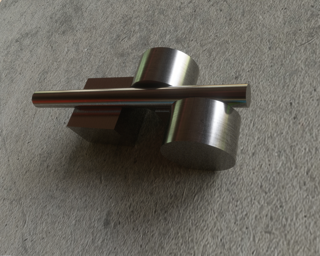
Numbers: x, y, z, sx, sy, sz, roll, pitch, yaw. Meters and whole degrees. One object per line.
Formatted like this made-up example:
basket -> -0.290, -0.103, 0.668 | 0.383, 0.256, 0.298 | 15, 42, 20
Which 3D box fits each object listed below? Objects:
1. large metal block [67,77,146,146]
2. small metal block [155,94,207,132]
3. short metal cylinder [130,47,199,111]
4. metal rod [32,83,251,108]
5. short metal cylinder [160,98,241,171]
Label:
large metal block -> -0.070, -0.024, 0.435 | 0.080, 0.050, 0.080 | 3, 63, 29
small metal block -> 0.030, -0.018, 0.382 | 0.050, 0.050, 0.025 | 1, 63, 28
short metal cylinder -> 0.006, -0.059, 0.403 | 0.080, 0.080, 0.050 | 2, 63, 29
metal rod -> -0.043, -0.037, 0.384 | 0.301, 0.025, 0.025 | 2, 63, 27
short metal cylinder -> 0.045, 0.009, 0.339 | 0.080, 0.080, 0.050 | 0, 62, 28
